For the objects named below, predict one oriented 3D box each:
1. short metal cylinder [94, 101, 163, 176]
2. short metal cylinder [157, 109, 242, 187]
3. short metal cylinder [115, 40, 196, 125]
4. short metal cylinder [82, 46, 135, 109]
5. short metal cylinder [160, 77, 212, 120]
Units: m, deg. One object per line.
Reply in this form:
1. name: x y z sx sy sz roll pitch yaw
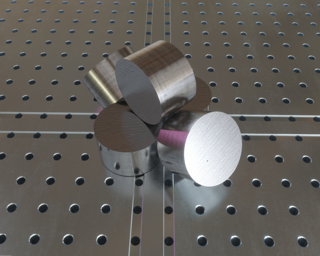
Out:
1. short metal cylinder: -0.037 0.012 0.380 0.081 0.050 0.080 0 50 0
2. short metal cylinder: 0.044 0.020 0.346 0.080 0.080 0.050 -33 22 -25
3. short metal cylinder: -0.006 -0.051 0.348 0.050 0.080 0.080 -34 58 -25
4. short metal cylinder: -0.055 -0.065 0.417 0.080 0.080 0.050 -39 94 -28
5. short metal cylinder: 0.026 -0.028 0.415 0.081 0.050 0.080 0 50 0
